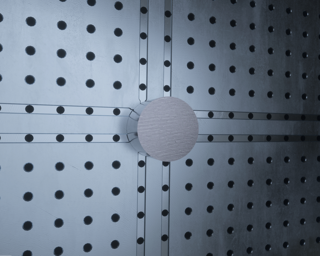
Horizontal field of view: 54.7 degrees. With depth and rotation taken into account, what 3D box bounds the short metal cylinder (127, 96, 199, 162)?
[{"bbox_3d":[0.003,0.001,0.401,0.081,0.050,0.079,0,90,-21],"label":"short metal cylinder"}]
